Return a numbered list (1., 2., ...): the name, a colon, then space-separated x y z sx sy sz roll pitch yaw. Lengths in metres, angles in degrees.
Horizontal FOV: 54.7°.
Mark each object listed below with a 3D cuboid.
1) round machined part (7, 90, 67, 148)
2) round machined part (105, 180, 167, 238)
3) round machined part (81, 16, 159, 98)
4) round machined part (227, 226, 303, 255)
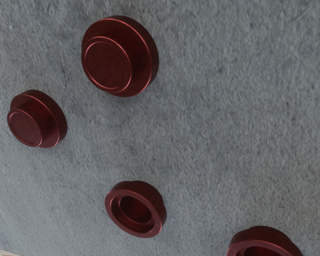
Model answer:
1. round machined part: -0.202 -0.008 0.494 0.098 0.042 0.097 13 124 20
2. round machined part: -0.034 0.122 0.488 0.098 0.042 0.097 13 124 20
3. round machined part: -0.054 -0.081 0.373 0.098 0.042 0.097 13 124 20
4. round machined part: 0.146 0.175 0.427 0.098 0.042 0.097 13 124 20
